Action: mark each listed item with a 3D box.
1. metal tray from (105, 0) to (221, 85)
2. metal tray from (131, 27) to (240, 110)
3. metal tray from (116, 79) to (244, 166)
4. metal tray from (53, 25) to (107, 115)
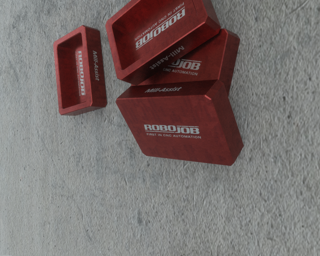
[{"bbox_3d":[-0.003,-0.119,0.363,0.130,0.030,0.090,-27,66,31],"label":"metal tray"},{"bbox_3d":[0.025,-0.075,0.381,0.130,0.030,0.089,17,101,38],"label":"metal tray"},{"bbox_3d":[0.020,-0.005,0.354,0.130,0.030,0.090,2,129,40],"label":"metal tray"},{"bbox_3d":[-0.134,-0.091,0.512,0.090,0.030,0.129,-11,83,39],"label":"metal tray"}]
